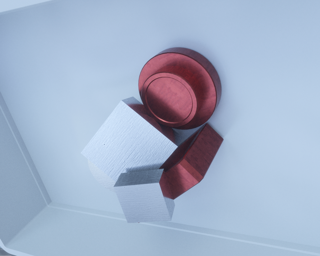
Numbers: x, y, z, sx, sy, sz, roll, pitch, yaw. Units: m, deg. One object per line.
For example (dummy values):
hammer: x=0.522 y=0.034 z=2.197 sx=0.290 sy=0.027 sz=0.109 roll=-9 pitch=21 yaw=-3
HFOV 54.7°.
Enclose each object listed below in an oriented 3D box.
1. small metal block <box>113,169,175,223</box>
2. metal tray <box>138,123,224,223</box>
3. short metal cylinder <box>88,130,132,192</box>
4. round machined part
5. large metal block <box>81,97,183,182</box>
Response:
small metal block: x=-0.016 y=0.074 z=0.336 sx=0.050 sy=0.025 sz=0.050 roll=-9 pitch=114 yaw=17
metal tray: x=0.015 y=0.058 z=0.390 sx=0.030 sy=0.090 sz=0.129 roll=45 pitch=129 yaw=-2
short metal cylinder: x=-0.055 y=0.047 z=0.447 sx=0.080 sy=0.050 sz=0.079 roll=13 pitch=124 yaw=20
round machined part: x=0.018 y=-0.040 z=0.360 sx=0.098 sy=0.042 sz=0.097 roll=13 pitch=124 yaw=20
large metal block: x=-0.032 y=0.020 z=0.372 sx=0.080 sy=0.050 sz=0.080 roll=40 pitch=104 yaw=1
